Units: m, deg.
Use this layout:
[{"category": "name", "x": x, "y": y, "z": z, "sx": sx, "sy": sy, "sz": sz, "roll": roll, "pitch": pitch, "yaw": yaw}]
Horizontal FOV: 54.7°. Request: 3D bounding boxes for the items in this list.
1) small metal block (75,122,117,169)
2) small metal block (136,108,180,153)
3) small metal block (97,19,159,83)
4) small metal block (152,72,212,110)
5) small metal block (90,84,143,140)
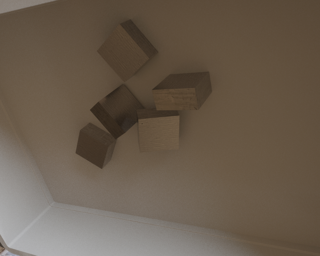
[{"category": "small metal block", "x": -0.099, "y": 0.028, "z": 0.478, "sx": 0.050, "sy": 0.025, "sz": 0.050, "roll": 29, "pitch": 128, "yaw": 9}, {"category": "small metal block", "x": -0.003, "y": 0.002, "z": 0.396, "sx": 0.050, "sy": 0.025, "sz": 0.050, "roll": -5, "pitch": 122, "yaw": -8}, {"category": "small metal block", "x": -0.039, "y": -0.092, "z": 0.373, "sx": 0.050, "sy": 0.025, "sz": 0.050, "roll": 49, "pitch": 129, "yaw": -7}, {"category": "small metal block", "x": 0.026, "y": -0.042, "z": 0.352, "sx": 0.050, "sy": 0.050, "sz": 0.025, "roll": 1, "pitch": 119, "yaw": 28}, {"category": "small metal block", "x": -0.053, "y": -0.022, "z": 0.405, "sx": 0.050, "sy": 0.050, "sz": 0.025, "roll": 50, "pitch": 137, "yaw": -7}]
